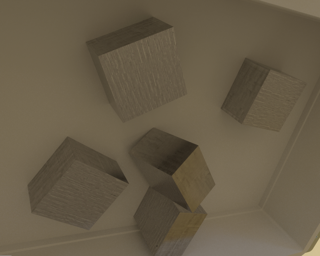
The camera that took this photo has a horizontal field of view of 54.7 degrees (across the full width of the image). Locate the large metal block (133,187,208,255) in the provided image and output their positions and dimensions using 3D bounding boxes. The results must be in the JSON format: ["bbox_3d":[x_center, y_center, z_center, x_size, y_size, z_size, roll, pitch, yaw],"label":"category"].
[{"bbox_3d":[0.012,0.130,0.460,0.050,0.080,0.080,15,111,-34],"label":"large metal block"}]

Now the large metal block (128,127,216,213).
[{"bbox_3d":[0.017,0.054,0.407,0.050,0.080,0.080,-46,132,-22],"label":"large metal block"}]

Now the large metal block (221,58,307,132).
[{"bbox_3d":[0.148,-0.046,0.445,0.081,0.050,0.079,10,114,-33],"label":"large metal block"}]

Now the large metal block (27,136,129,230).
[{"bbox_3d":[-0.100,0.070,0.381,0.080,0.050,0.080,-50,129,7],"label":"large metal block"}]

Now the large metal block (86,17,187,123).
[{"bbox_3d":[-0.024,-0.064,0.339,0.080,0.050,0.080,-25,128,-13],"label":"large metal block"}]
